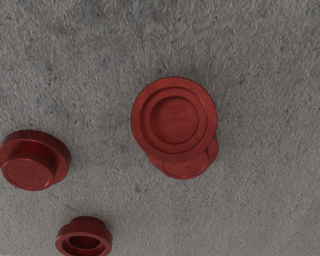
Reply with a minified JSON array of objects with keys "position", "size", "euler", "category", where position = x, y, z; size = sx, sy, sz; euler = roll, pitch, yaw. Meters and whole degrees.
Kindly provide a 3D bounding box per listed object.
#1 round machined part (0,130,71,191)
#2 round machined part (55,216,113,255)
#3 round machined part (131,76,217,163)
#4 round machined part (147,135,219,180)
[{"position":[-0.181,0.052,0.439],"size":[0.099,0.042,0.097],"euler":[0,130,0],"category":"round machined part"},{"position":[-0.135,0.197,0.562],"size":[0.099,0.042,0.097],"euler":[0,130,0],"category":"round machined part"},{"position":[0.018,-0.010,0.367],"size":[0.098,0.042,0.097],"euler":[0,92,11],"category":"round machined part"},{"position":[0.031,0.034,0.425],"size":[0.099,0.042,0.097],"euler":[0,130,0],"category":"round machined part"}]
